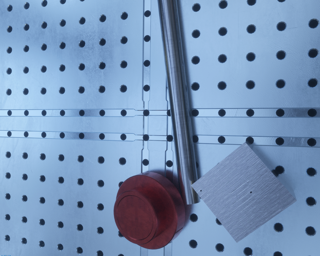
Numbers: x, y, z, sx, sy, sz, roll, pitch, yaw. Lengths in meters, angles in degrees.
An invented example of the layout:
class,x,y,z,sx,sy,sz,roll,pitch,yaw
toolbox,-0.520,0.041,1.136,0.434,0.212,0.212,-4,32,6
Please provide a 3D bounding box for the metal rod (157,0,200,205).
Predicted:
class,x,y,z,sx,sy,sz,roll,pitch,yaw
metal rod,0.022,-0.053,0.404,0.025,0.025,0.298,-7,88,20

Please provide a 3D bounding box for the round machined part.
class,x,y,z,sx,sy,sz,roll,pitch,yaw
round machined part,-0.021,0.109,0.399,0.098,0.042,0.097,4,97,33

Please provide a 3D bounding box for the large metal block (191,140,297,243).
class,x,y,z,sx,sy,sz,roll,pitch,yaw
large metal block,0.098,0.071,0.365,0.080,0.050,0.080,-42,77,15
